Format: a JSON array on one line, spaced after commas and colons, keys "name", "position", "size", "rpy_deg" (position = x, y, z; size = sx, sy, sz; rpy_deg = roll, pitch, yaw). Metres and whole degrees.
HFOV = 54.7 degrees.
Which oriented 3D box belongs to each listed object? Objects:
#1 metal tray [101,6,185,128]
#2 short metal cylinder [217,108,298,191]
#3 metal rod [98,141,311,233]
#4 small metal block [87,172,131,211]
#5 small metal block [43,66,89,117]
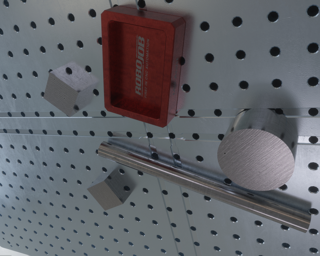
[{"name": "metal tray", "position": [-0.023, -0.072, 0.375], "size": [0.090, 0.030, 0.129], "rpy_deg": [17, 125, 18]}, {"name": "short metal cylinder", "position": [0.111, 0.024, 0.351], "size": [0.080, 0.050, 0.079], "rpy_deg": [13, 124, 21]}, {"name": "metal rod", "position": [0.048, 0.075, 0.432], "size": [0.301, 0.025, 0.025], "rpy_deg": [18, 125, 17]}, {"name": "small metal block", "position": [-0.087, 0.107, 0.524], "size": [0.050, 0.025, 0.050], "rpy_deg": [-29, 103, 37]}, {"name": "small metal block", "position": [-0.137, -0.053, 0.451], "size": [0.050, 0.025, 0.050], "rpy_deg": [36, 129, 4]}]
